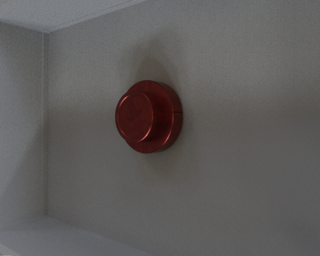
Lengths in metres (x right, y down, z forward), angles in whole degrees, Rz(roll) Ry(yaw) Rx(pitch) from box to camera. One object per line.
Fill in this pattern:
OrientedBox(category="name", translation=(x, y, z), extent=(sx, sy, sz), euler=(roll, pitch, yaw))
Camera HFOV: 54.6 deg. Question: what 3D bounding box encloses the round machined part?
OrientedBox(category="round machined part", translation=(-0.021, -0.015, 0.411), extent=(0.098, 0.042, 0.097), euler=(0, 90, 40))
